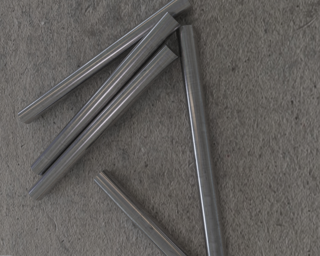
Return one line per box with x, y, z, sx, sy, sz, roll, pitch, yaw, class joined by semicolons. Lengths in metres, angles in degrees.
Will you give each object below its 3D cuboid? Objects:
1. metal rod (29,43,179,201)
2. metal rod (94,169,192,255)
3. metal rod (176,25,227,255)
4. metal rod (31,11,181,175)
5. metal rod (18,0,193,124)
-0.088;0.002;0.433;0.299;0.025;0.025;-44;76;17;metal rod
0.023;0.165;0.400;0.300;0.025;0.025;42;103;15;metal rod
0.052;0.021;0.390;0.025;0.025;0.298;-8;87;20;metal rod
-0.085;-0.037;0.429;0.299;0.025;0.025;-44;76;18;metal rod
-0.087;-0.090;0.439;0.300;0.025;0.025;-31;80;17;metal rod
